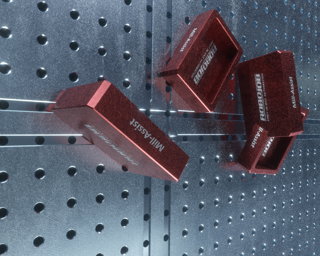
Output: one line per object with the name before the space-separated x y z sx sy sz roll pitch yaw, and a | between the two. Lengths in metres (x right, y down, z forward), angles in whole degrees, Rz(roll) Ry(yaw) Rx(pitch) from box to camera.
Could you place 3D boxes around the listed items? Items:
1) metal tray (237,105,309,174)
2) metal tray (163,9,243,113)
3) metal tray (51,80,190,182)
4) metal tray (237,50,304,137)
metal tray | 0.195 0.016 0.534 0.091 0.030 0.129 10 108 -40
metal tray | 0.068 -0.098 0.461 0.090 0.030 0.130 44 63 -31
metal tray | -0.041 0.007 0.331 0.130 0.090 0.030 44 64 -31
metal tray | 0.175 -0.051 0.502 0.030 0.090 0.129 -8 91 -31
